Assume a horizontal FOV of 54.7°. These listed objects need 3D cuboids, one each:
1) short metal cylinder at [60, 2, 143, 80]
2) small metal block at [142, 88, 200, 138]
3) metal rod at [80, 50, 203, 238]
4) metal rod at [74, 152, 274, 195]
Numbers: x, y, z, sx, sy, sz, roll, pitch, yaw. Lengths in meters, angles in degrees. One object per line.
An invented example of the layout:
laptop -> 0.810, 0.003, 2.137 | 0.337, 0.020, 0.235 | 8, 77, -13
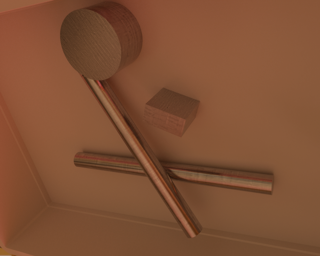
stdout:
short metal cylinder -> -0.068, -0.102, 0.363 | 0.080, 0.050, 0.079 | 13, 124, 20
small metal block -> 0.014, -0.020, 0.372 | 0.050, 0.050, 0.025 | 22, 127, 14
metal rod -> -0.034, 0.017, 0.412 | 0.025, 0.025, 0.299 | -30, 95, 37
metal rod -> 0.003, 0.061, 0.443 | 0.301, 0.025, 0.025 | 4, 120, 26
